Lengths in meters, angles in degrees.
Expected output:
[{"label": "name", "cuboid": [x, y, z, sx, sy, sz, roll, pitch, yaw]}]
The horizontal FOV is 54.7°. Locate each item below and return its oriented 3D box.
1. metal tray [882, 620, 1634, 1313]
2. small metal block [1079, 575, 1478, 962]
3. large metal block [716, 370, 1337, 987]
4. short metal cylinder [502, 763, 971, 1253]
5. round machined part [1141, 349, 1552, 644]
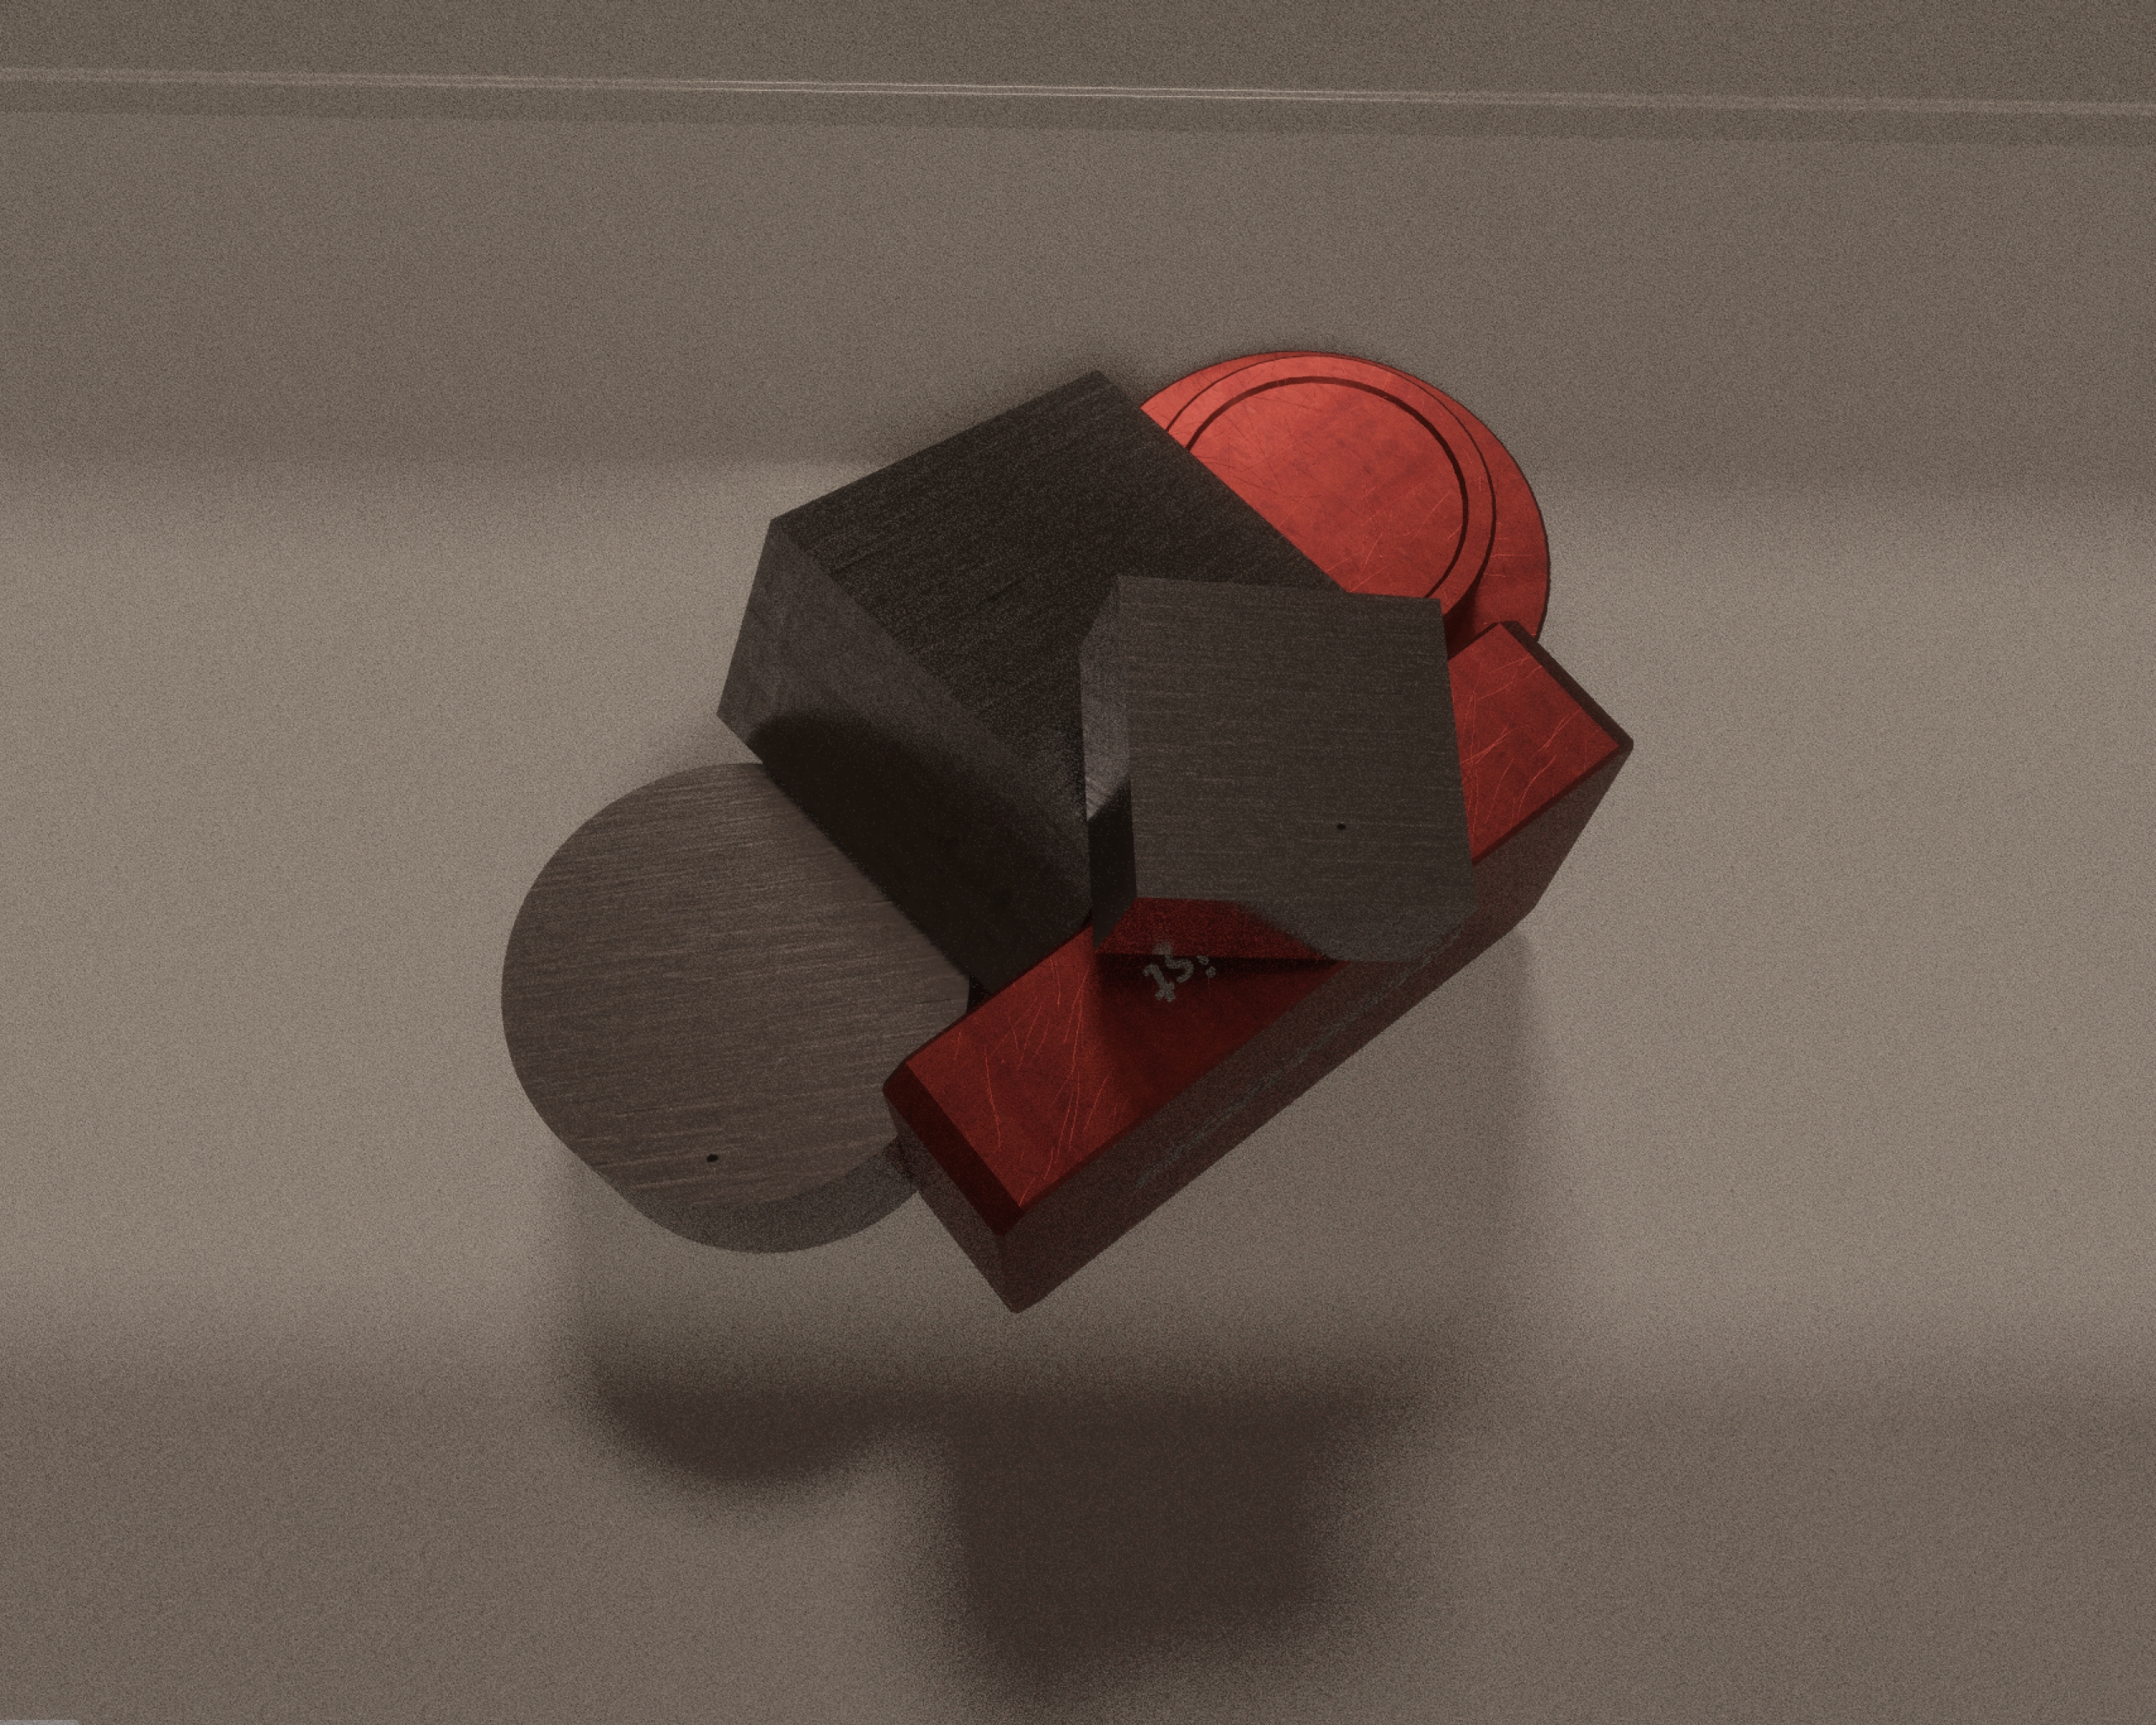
[{"label": "metal tray", "cuboid": [0.030, 0.021, 0.365, 0.131, 0.090, 0.030, -36, 74, -13]}, {"label": "small metal block", "cuboid": [0.029, -0.013, 0.312, 0.050, 0.025, 0.050, 2, 69, -14]}, {"label": "large metal block", "cuboid": [-0.003, -0.031, 0.368, 0.080, 0.050, 0.081, 45, 51, 14]}, {"label": "short metal cylinder", "cuboid": [-0.059, 0.028, 0.383, 0.081, 0.050, 0.080, 0, 70, 0]}, {"label": "round machined part", "cuboid": [0.047, -0.063, 0.422, 0.099, 0.042, 0.098, 0, 70, -1]}]
